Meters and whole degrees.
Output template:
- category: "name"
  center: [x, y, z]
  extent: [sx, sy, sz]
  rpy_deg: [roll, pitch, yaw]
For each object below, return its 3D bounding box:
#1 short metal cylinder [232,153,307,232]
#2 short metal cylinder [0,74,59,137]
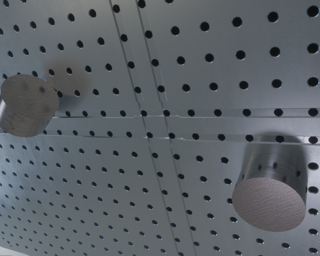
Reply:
- category: "short metal cylinder"
  center: [0.133, 0.077, 0.373]
  extent: [0.080, 0.050, 0.079]
  rpy_deg: [13, 124, 21]
- category: "short metal cylinder"
  center: [-0.199, -0.033, 0.460]
  extent: [0.080, 0.080, 0.050]
  rpy_deg: [44, 129, -2]
